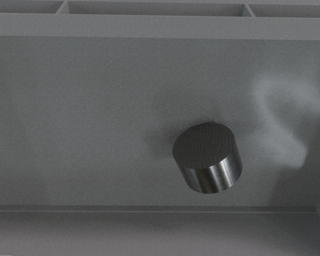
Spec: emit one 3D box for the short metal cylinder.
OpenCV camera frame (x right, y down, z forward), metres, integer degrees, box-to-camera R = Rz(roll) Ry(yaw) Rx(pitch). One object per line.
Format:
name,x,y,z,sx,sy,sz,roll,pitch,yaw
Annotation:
short metal cylinder,0.062,0.038,0.406,0.080,0.080,0.050,-16,128,13
